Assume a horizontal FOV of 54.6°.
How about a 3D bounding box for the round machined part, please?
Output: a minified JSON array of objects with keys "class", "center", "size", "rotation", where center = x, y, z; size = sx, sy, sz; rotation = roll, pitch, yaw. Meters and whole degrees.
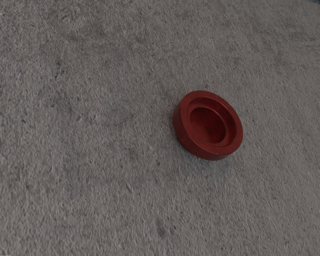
[{"class":"round machined part","center":[0.061,0.000,0.425],"size":[0.099,0.042,0.098],"rotation":[13,56,-21]}]
